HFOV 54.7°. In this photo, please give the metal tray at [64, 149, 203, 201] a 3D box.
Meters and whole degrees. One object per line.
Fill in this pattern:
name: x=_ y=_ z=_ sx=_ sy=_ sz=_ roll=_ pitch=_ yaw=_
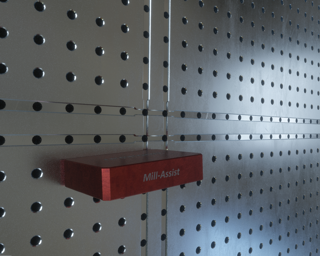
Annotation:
metal tray: x=-0.027 y=0.047 z=0.345 sx=0.131 sy=0.090 sz=0.030 roll=-3 pitch=93 yaw=-40
